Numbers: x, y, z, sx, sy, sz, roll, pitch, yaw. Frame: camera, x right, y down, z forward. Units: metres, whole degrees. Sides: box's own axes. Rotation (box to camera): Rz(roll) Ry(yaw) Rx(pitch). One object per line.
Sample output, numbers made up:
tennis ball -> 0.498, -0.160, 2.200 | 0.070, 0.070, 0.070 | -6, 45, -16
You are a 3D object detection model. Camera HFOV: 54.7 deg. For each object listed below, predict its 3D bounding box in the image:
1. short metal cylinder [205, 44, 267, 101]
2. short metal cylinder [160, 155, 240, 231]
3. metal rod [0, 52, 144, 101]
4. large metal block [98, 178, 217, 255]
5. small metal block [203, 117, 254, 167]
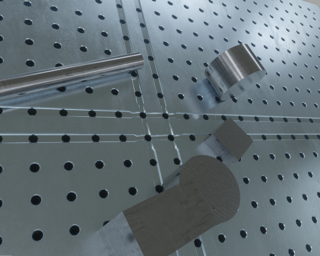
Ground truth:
short metal cylinder -> 0.119, -0.087, 0.489 | 0.081, 0.080, 0.050 | -18, 72, -35
short metal cylinder -> 0.047, 0.079, 0.369 | 0.081, 0.050, 0.080 | 14, 56, -21
metal rod -> -0.145, -0.054, 0.362 | 0.302, 0.025, 0.025 | -21, 73, -36
large metal block -> -0.005, 0.100, 0.309 | 0.081, 0.080, 0.050 | -18, 72, -35
small metal block -> 0.100, 0.020, 0.449 | 0.050, 0.025, 0.050 | 46, 51, 4
